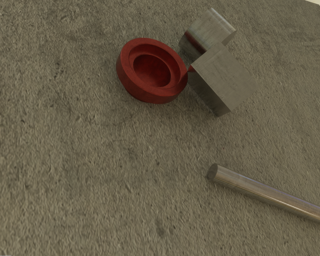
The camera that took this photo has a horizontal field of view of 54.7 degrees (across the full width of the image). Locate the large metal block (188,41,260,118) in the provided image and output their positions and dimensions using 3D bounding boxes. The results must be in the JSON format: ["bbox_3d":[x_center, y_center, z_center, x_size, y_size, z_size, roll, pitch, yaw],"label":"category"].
[{"bbox_3d":[0.083,-0.065,0.441,0.050,0.080,0.080,-40,88,-4],"label":"large metal block"}]

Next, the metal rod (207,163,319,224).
[{"bbox_3d":[0.203,0.114,0.442,0.302,0.025,0.025,23,53,-14],"label":"metal rod"}]

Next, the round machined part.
[{"bbox_3d":[-0.014,-0.074,0.430,0.099,0.042,0.098,14,56,-21],"label":"round machined part"}]

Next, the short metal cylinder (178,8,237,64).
[{"bbox_3d":[0.076,-0.143,0.497,0.050,0.080,0.080,46,51,4],"label":"short metal cylinder"}]
